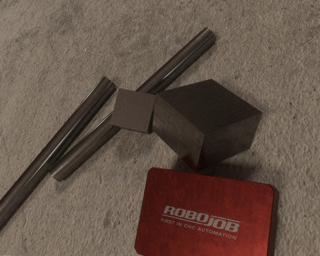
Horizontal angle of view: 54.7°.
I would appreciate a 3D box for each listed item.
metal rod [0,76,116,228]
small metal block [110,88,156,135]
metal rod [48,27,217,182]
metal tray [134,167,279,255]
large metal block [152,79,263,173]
[{"bbox_3d":[-0.169,0.044,0.462,0.025,0.025,0.300,30,78,37],"label":"metal rod"},{"bbox_3d":[-0.034,-0.022,0.414,0.050,0.025,0.050,12,83,7],"label":"small metal block"},{"bbox_3d":[-0.038,-0.034,0.443,0.300,0.025,0.025,-42,51,-2],"label":"metal rod"},{"bbox_3d":[0.043,0.092,0.307,0.130,0.030,0.090,4,78,29],"label":"metal tray"},{"bbox_3d":[0.049,-0.007,0.341,0.081,0.050,0.080,-18,44,-30],"label":"large metal block"}]
